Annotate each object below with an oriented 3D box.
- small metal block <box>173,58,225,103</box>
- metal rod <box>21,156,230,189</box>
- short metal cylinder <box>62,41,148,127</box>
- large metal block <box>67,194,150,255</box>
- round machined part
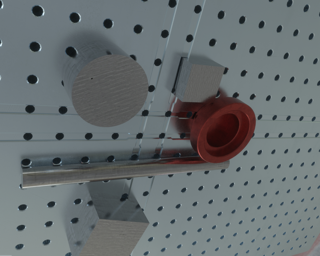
[{"bbox_3d":[0.050,-0.061,0.403,0.050,0.025,0.050,-1,119,-28],"label":"small metal block"},{"bbox_3d":[-0.028,0.056,0.432,0.303,0.025,0.025,-1,119,-29],"label":"metal rod"},{"bbox_3d":[-0.059,-0.048,0.334,0.081,0.050,0.079,-14,125,-21],"label":"short metal cylinder"},{"bbox_3d":[-0.075,0.147,0.446,0.081,0.050,0.080,18,109,-36],"label":"large metal block"},{"bbox_3d":[0.086,-0.001,0.449,0.099,0.042,0.097,-14,125,-21],"label":"round machined part"}]
